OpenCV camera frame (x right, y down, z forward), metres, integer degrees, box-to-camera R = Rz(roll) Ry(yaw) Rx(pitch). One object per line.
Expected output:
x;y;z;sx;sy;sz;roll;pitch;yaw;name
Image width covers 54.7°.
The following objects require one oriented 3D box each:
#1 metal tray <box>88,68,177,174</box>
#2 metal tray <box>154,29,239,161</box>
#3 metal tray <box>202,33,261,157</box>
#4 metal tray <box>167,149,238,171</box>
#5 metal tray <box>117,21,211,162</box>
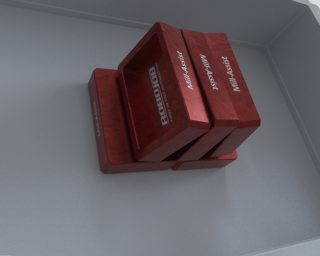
-0.035;-0.011;0.387;0.091;0.030;0.130;0;62;-28;metal tray
0.034;-0.038;0.362;0.030;0.090;0.130;0;60;-28;metal tray
0.070;-0.040;0.382;0.030;0.090;0.130;-7;65;-15;metal tray
0.046;-0.009;0.430;0.091;0.030;0.130;0;62;-28;metal tray
-0.002;-0.038;0.342;0.030;0.090;0.130;8;57;-39;metal tray
